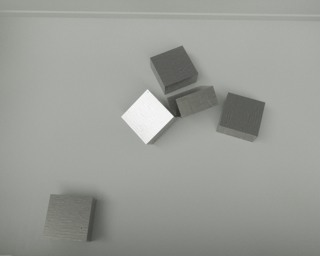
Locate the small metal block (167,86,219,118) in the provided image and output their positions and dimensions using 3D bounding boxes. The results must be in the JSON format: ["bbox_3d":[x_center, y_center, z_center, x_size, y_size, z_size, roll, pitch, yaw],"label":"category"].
[{"bbox_3d":[0.042,-0.035,0.406,0.050,0.050,0.025,-21,101,-8],"label":"small metal block"}]

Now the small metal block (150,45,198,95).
[{"bbox_3d":[0.019,-0.082,0.440,0.050,0.025,0.050,-23,72,-8],"label":"small metal block"}]

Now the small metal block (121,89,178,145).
[{"bbox_3d":[-0.013,-0.014,0.405,0.050,0.025,0.050,-45,75,10],"label":"small metal block"}]

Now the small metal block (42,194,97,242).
[{"bbox_3d":[-0.106,0.107,0.369,0.050,0.025,0.050,4,70,1],"label":"small metal block"}]

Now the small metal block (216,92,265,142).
[{"bbox_3d":[0.108,-0.014,0.415,0.050,0.025,0.050,17,71,6],"label":"small metal block"}]
